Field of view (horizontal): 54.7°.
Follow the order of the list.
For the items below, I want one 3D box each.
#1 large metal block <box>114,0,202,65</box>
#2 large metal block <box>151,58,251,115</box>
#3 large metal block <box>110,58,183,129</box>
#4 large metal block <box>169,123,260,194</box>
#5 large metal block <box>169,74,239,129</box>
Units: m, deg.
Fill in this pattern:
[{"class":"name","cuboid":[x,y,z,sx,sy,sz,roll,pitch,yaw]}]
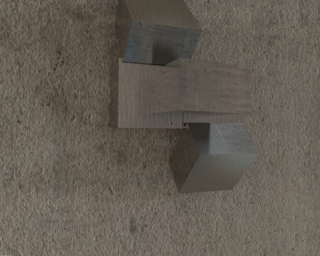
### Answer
[{"class":"large metal block","cuboid":[-0.006,-0.121,0.373,0.081,0.050,0.080,1,46,-20]},{"class":"large metal block","cuboid":[0.042,-0.041,0.345,0.081,0.080,0.050,1,90,-20]},{"class":"large metal block","cuboid":[-0.018,-0.040,0.389,0.081,0.050,0.079,1,90,-21]},{"class":"large metal block","cuboid":[0.066,0.039,0.400,0.081,0.079,0.050,0,46,-21]},{"class":"large metal block","cuboid":[0.058,-0.040,0.418,0.081,0.050,0.079,1,90,-21]}]
